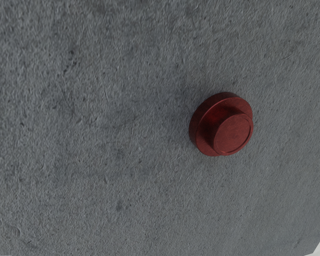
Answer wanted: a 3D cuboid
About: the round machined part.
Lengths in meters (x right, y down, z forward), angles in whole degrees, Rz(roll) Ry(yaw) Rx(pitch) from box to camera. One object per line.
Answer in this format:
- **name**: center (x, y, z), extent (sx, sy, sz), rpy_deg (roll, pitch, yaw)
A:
- **round machined part**: center (0.095, 0.001, 0.447), extent (0.099, 0.042, 0.097), rpy_deg (-14, 124, -21)
